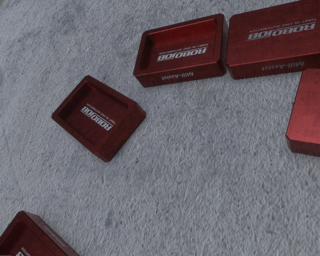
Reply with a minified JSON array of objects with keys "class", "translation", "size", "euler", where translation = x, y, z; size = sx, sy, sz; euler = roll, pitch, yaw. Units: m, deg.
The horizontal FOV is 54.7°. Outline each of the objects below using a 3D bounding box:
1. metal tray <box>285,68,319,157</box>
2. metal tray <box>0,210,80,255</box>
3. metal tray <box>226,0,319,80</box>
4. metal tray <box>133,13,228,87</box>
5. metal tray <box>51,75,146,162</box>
[{"class":"metal tray","translation":[0.201,-0.011,0.302],"size":[0.130,0.030,0.090],"euler":[10,67,32]},{"class":"metal tray","translation":[-0.156,0.172,0.376],"size":[0.130,0.030,0.090],"euler":[24,74,36]},{"class":"metal tray","translation":[0.153,-0.113,0.389],"size":[0.130,0.030,0.090],"euler":[-4,60,26]},{"class":"metal tray","translation":[0.031,-0.112,0.452],"size":[0.130,0.030,0.090],"euler":[-5,59,25]},{"class":"metal tray","translation":[-0.094,-0.019,0.461],"size":[0.130,0.030,0.090],"euler":[31,79,38]}]
